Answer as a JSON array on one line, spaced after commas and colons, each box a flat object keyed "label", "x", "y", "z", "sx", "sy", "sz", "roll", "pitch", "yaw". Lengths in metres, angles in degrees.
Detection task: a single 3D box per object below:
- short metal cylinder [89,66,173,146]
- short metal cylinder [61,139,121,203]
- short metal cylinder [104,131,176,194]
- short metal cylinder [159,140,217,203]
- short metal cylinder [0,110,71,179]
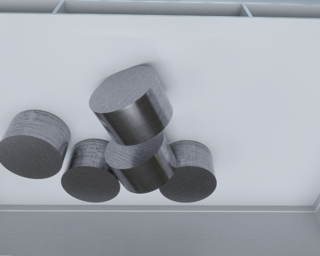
[{"label": "short metal cylinder", "x": -0.032, "y": -0.026, "z": 0.350, "sx": 0.080, "sy": 0.080, "sz": 0.050, "roll": -18, "pitch": 128, "yaw": 14}, {"label": "short metal cylinder", "x": -0.094, "y": 0.062, "z": 0.443, "sx": 0.081, "sy": 0.050, "sz": 0.079, "roll": 1, "pitch": 131, "yaw": 1}, {"label": "short metal cylinder", "x": -0.025, "y": 0.038, "z": 0.405, "sx": 0.080, "sy": 0.080, "sz": 0.050, "roll": -16, "pitch": 129, "yaw": 12}, {"label": "short metal cylinder", "x": 0.038, "y": 0.063, "z": 0.447, "sx": 0.081, "sy": 0.050, "sz": 0.079, "roll": 0, "pitch": 130, "yaw": 0}, {"label": "short metal cylinder", "x": -0.164, "y": 0.022, "z": 0.409, "sx": 0.081, "sy": 0.050, "sz": 0.079, "roll": 0, "pitch": 130, "yaw": 0}]
